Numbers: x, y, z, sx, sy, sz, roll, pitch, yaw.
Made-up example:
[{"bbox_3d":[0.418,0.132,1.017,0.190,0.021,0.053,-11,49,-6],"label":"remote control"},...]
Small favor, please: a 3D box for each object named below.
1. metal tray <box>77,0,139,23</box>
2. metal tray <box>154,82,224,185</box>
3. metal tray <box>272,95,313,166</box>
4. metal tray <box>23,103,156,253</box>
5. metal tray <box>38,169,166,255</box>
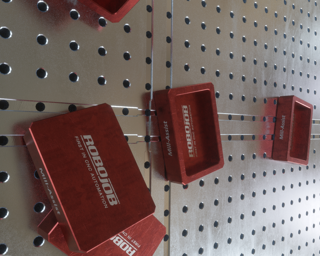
[{"bbox_3d":[-0.069,-0.171,0.301,0.131,0.090,0.030,24,47,-38],"label":"metal tray"},{"bbox_3d":[0.044,0.005,0.441,0.091,0.030,0.129,-15,100,-39],"label":"metal tray"},{"bbox_3d":[0.272,0.007,0.631,0.091,0.030,0.129,14,81,-39],"label":"metal tray"},{"bbox_3d":[-0.070,0.047,0.319,0.091,0.030,0.130,-20,83,-38],"label":"metal tray"},{"bbox_3d":[-0.059,0.118,0.356,0.130,0.030,0.090,51,60,-28],"label":"metal tray"}]
